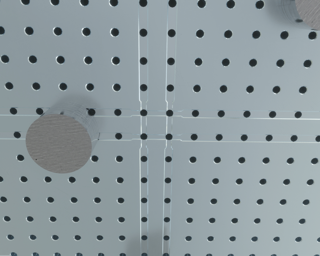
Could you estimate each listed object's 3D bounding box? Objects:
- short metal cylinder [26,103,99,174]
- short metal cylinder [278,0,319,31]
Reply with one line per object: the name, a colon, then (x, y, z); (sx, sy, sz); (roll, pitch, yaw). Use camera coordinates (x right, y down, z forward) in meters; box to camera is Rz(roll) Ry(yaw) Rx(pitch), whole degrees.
short metal cylinder: (-0.124, 0.012, 0.403); (0.081, 0.050, 0.079); (0, 110, 0)
short metal cylinder: (0.181, -0.151, 0.346); (0.081, 0.050, 0.079); (0, 110, 0)
